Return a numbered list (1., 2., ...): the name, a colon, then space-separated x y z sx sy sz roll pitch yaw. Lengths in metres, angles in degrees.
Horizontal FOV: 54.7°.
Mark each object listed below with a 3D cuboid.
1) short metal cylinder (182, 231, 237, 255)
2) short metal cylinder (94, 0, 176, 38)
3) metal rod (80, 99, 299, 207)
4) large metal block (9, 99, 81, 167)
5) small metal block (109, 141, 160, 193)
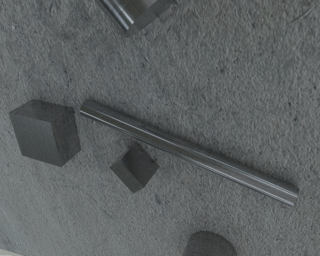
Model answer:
1. short metal cylinder: 0.074 0.208 0.480 0.080 0.050 0.079 13 124 21
2. short metal cylinder: -0.020 -0.133 0.299 0.080 0.080 0.050 -33 100 38
3. metal rod: 0.027 0.027 0.408 0.301 0.025 0.025 23 127 14
4. large metal block: -0.179 0.007 0.489 0.080 0.050 0.079 12 124 21
5. small metal block: -0.035 0.056 0.444 0.050 0.050 0.025 49 129 -7
